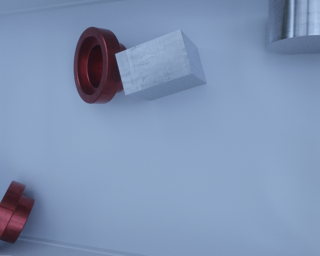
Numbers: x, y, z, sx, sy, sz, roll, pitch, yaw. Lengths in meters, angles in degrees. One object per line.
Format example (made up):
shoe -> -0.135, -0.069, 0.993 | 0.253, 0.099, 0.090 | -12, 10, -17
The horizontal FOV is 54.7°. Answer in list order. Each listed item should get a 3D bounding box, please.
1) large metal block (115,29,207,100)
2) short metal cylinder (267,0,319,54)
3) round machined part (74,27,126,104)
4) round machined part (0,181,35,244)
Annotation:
large metal block -> 0.005, -0.072, 0.379 | 0.080, 0.080, 0.050 | -16, 85, 19
short metal cylinder -> 0.156, -0.112, 0.326 | 0.080, 0.080, 0.050 | 2, 91, 19
round machined part -> -0.075, -0.081, 0.411 | 0.098, 0.042, 0.097 | 5, 97, 51
round machined part -> -0.221, 0.131, 0.458 | 0.042, 0.098, 0.098 | 27, 101, -19
